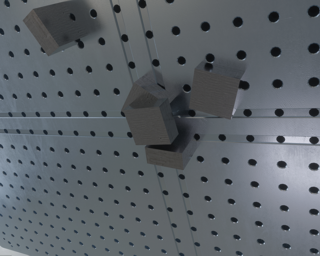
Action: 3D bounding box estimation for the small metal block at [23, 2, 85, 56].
[{"bbox_3d":[-0.131,-0.124,0.388,0.025,0.050,0.050,-24,105,37],"label":"small metal block"}]

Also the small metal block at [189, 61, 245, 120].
[{"bbox_3d":[0.064,-0.043,0.351,0.050,0.025,0.050,17,125,18],"label":"small metal block"}]

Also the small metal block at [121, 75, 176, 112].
[{"bbox_3d":[-0.016,-0.031,0.401,0.050,0.025,0.050,35,129,5],"label":"small metal block"}]

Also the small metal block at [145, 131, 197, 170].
[{"bbox_3d":[0.015,0.026,0.404,0.050,0.050,0.025,8,122,24],"label":"small metal block"}]

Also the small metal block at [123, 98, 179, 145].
[{"bbox_3d":[-0.011,-0.007,0.381,0.050,0.025,0.050,-3,117,29],"label":"small metal block"}]
